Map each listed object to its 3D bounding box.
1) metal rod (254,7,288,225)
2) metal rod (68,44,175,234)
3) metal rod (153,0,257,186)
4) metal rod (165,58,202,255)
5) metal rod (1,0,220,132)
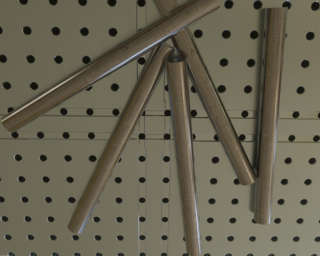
[{"bbox_3d":[0.145,-0.002,0.414,0.025,0.025,0.298,-3,110,1],"label":"metal rod"},{"bbox_3d":[-0.060,0.025,0.421,0.025,0.025,0.298,25,108,-9],"label":"metal rod"},{"bbox_3d":[0.058,-0.051,0.395,0.025,0.025,0.299,-26,109,9],"label":"metal rod"},{"bbox_3d":[0.036,0.056,0.425,0.025,0.025,0.298,-7,113,2],"label":"metal rod"},{"bbox_3d":[-0.070,-0.072,0.369,0.300,0.025,0.025,-27,108,15],"label":"metal rod"}]
